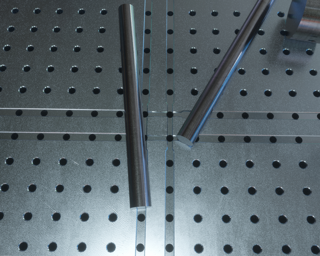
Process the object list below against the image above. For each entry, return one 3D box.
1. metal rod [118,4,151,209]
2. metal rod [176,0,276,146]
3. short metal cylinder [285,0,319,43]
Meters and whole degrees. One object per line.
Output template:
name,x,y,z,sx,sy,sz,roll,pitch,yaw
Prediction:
metal rod,-0.038,-0.043,0.427,0.025,0.025,0.299,-5,70,-2
metal rod,0.108,-0.105,0.450,0.025,0.025,0.300,29,72,10
short metal cylinder,0.220,-0.165,0.444,0.050,0.080,0.080,10,70,4
